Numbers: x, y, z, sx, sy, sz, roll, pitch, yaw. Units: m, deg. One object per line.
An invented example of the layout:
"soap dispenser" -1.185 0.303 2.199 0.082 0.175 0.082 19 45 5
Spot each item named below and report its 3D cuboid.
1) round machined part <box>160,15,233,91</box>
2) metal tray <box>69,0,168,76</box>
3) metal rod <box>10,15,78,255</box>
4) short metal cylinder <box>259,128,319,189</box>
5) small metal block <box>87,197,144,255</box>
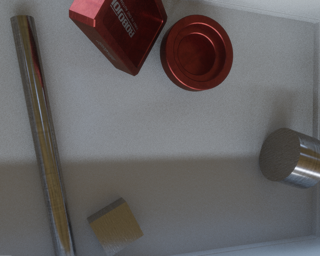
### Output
"round machined part" 0.046 -0.098 0.419 0.099 0.042 0.097 0 90 -21
"metal tray" -0.037 -0.123 0.341 0.030 0.130 0.090 26 85 17
"metal rod" -0.133 0.023 0.361 0.025 0.025 0.298 -11 94 -20
"short metal cylinder" 0.193 0.045 0.455 0.050 0.080 0.080 18 84 -20
"small metal block" -0.056 0.124 0.391 0.050 0.025 0.050 -29 100 -18
